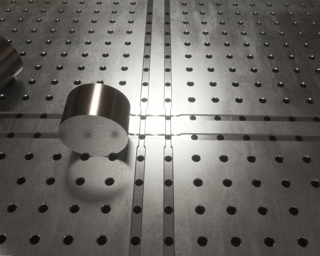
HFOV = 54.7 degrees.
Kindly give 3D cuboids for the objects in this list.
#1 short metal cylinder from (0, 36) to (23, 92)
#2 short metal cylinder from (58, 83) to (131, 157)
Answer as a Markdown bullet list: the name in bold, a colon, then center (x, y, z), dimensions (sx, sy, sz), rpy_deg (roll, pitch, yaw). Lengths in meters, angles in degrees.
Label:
- **short metal cylinder**: center (-0.251, -0.095, 0.448), dimensions (0.080, 0.080, 0.050), rpy_deg (15, 52, 12)
- **short metal cylinder**: center (-0.078, -0.008, 0.378), dimensions (0.081, 0.080, 0.050), rpy_deg (0, 50, 0)
